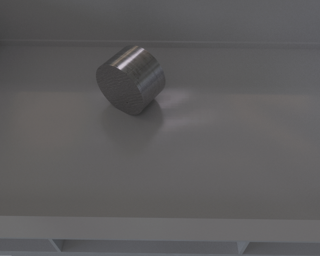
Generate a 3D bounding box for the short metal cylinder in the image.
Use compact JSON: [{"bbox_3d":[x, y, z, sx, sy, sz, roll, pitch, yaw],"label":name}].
[{"bbox_3d":[-0.040,-0.065,0.424,0.080,0.080,0.050,28,56,21],"label":"short metal cylinder"}]
